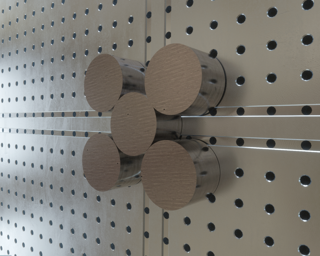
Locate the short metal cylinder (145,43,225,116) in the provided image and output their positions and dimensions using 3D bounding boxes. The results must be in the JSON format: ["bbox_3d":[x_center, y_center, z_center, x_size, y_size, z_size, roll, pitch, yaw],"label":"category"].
[{"bbox_3d":[0.029,-0.054,0.365,0.080,0.050,0.079,0,90,39],"label":"short metal cylinder"}]

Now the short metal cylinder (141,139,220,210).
[{"bbox_3d":[0.024,0.053,0.371,0.080,0.050,0.079,0,90,39],"label":"short metal cylinder"}]

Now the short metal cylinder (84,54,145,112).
[{"bbox_3d":[-0.063,-0.061,0.442,0.080,0.050,0.079,0,90,39],"label":"short metal cylinder"}]

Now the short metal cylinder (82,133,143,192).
[{"bbox_3d":[-0.066,0.047,0.444,0.080,0.050,0.079,0,90,39],"label":"short metal cylinder"}]

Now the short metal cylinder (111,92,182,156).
[{"bbox_3d":[-0.019,-0.005,0.406,0.080,0.050,0.079,0,90,39],"label":"short metal cylinder"}]
